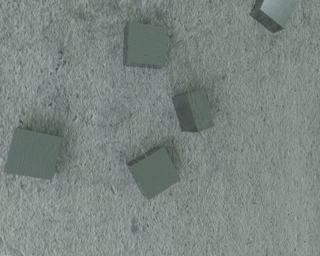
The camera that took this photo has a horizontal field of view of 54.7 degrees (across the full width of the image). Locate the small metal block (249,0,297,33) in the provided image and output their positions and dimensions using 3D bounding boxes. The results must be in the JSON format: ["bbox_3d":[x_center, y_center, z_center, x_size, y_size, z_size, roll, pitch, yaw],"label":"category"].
[{"bbox_3d":[0.173,-0.183,0.472,0.050,0.025,0.050,30,80,-18],"label":"small metal block"}]

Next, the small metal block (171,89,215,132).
[{"bbox_3d":[0.043,-0.022,0.411,0.025,0.050,0.050,-20,97,-19],"label":"small metal block"}]

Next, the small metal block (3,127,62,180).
[{"bbox_3d":[-0.145,0.029,0.356,0.050,0.025,0.050,14,85,-20],"label":"small metal block"}]

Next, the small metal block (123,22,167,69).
[{"bbox_3d":[-0.020,-0.106,0.401,0.050,0.025,0.050,2,90,-20],"label":"small metal block"}]

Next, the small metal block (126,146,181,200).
[{"bbox_3d":[-0.008,0.058,0.406,0.050,0.025,0.050,-30,100,-18],"label":"small metal block"}]
